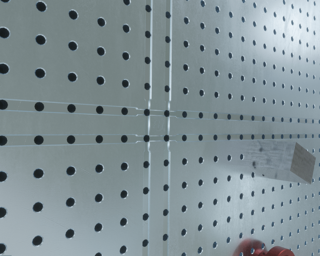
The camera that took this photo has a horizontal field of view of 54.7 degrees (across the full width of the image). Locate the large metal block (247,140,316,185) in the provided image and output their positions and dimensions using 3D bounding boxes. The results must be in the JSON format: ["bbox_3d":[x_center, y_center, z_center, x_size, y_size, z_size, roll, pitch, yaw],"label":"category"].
[{"bbox_3d":[0.218,0.061,0.556,0.080,0.080,0.050,29,72,-37],"label":"large metal block"}]

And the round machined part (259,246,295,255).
[{"bbox_3d":[0.211,0.269,0.575,0.099,0.042,0.097,0,90,-40],"label":"round machined part"}]
